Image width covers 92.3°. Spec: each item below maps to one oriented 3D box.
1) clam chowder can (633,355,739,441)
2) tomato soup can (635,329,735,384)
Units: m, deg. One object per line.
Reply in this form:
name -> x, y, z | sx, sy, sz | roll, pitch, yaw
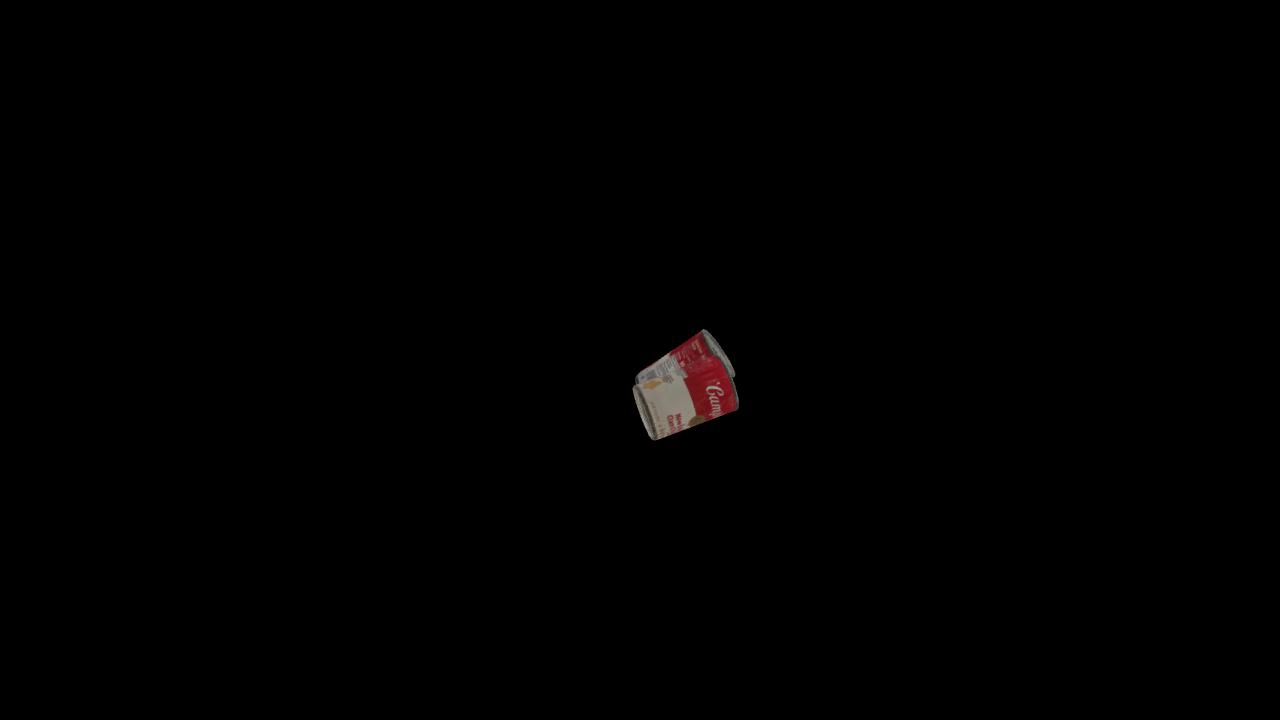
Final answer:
clam chowder can -> 0.050, 0.042, 0.686 | 0.102, 0.068, 0.068 | -19, 2, -7
tomato soup can -> 0.053, 0.019, 0.734 | 0.101, 0.068, 0.068 | -35, -11, 16
